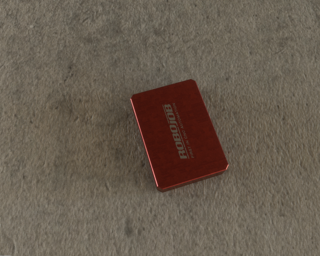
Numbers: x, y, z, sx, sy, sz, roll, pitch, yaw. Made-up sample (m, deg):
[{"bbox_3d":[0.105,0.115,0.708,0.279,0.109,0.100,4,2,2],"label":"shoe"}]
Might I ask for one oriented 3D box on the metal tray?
[{"bbox_3d":[0.022,0.008,0.403,0.091,0.030,0.130,-16,71,-6],"label":"metal tray"}]
